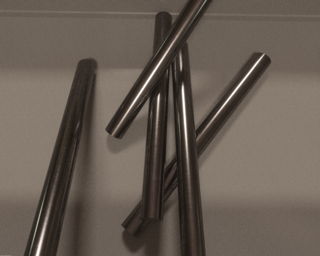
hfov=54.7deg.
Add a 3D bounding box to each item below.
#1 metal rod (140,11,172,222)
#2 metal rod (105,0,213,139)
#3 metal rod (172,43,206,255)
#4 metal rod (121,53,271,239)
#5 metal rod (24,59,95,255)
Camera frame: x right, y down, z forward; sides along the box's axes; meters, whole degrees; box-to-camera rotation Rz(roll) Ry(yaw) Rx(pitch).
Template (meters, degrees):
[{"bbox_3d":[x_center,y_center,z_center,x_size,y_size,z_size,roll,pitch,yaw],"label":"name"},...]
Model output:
[{"bbox_3d":[-0.002,-0.033,0.406,0.025,0.025,0.299,3,64,1],"label":"metal rod"},{"bbox_3d":[0.022,-0.114,0.383,0.025,0.025,0.299,36,100,12],"label":"metal rod"},{"bbox_3d":[0.031,0.010,0.381,0.025,0.025,0.299,-1,61,-1],"label":"metal rod"},{"bbox_3d":[0.056,0.011,0.406,0.025,0.025,0.300,36,74,12],"label":"metal rod"},{"bbox_3d":[-0.101,0.019,0.338,0.025,0.025,0.300,-1,46,-1],"label":"metal rod"}]
